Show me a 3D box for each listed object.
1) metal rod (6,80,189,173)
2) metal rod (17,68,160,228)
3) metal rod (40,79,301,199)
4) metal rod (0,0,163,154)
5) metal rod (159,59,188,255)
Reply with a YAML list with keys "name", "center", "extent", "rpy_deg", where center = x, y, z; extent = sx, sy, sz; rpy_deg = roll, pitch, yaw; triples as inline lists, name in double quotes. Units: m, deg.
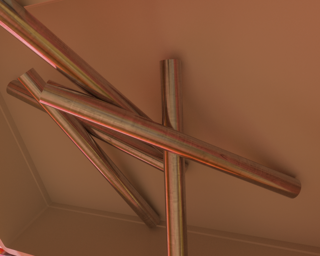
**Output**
- name: "metal rod"
  center: [-0.099, -0.001, 0.458]
  extent: [0.301, 0.025, 0.025]
  rpy_deg: [25, 127, 12]
- name: "metal rod"
  center: [-0.092, 0.042, 0.454]
  extent: [0.025, 0.025, 0.299]
  rpy_deg: [-20, 116, 35]
- name: "metal rod"
  center: [0.024, 0.018, 0.338]
  extent: [0.302, 0.025, 0.025]
  rpy_deg: [22, 130, -13]
- name: "metal rod"
  center: [-0.065, -0.042, 0.327]
  extent: [0.025, 0.025, 0.300]
  rpy_deg: [-16, 139, 34]
- name: "metal rod"
  center: [0.018, 0.071, 0.366]
  extent: [0.025, 0.025, 0.298]
  rpy_deg: [0, 94, 28]
